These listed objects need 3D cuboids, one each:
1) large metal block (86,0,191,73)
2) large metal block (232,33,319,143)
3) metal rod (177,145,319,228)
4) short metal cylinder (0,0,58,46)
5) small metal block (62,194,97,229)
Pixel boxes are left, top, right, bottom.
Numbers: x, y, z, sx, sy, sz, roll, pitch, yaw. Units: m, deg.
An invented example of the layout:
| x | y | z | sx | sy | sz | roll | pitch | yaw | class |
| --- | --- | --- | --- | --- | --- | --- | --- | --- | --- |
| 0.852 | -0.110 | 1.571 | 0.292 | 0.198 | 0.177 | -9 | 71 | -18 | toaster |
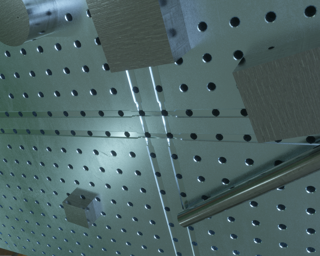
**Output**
| x | y | z | sx | sy | sz | roll | pitch | yaw | class |
| --- | --- | --- | --- | --- | --- | --- | --- | --- | --- |
| -0.021 | -0.111 | 0.336 | 0.080 | 0.050 | 0.080 | -3 | 117 | 29 | large metal block |
| 0.128 | -0.038 | 0.304 | 0.080 | 0.050 | 0.080 | -13 | 112 | 33 | large metal block |
| 0.129 | 0.069 | 0.385 | 0.025 | 0.025 | 0.299 | 47 | 129 | -6 | metal rod |
| -0.180 | -0.150 | 0.394 | 0.080 | 0.050 | 0.079 | 13 | 124 | 20 | short metal cylinder |
| -0.152 | 0.157 | 0.586 | 0.050 | 0.025 | 0.050 | 10 | 123 | 22 | small metal block |
